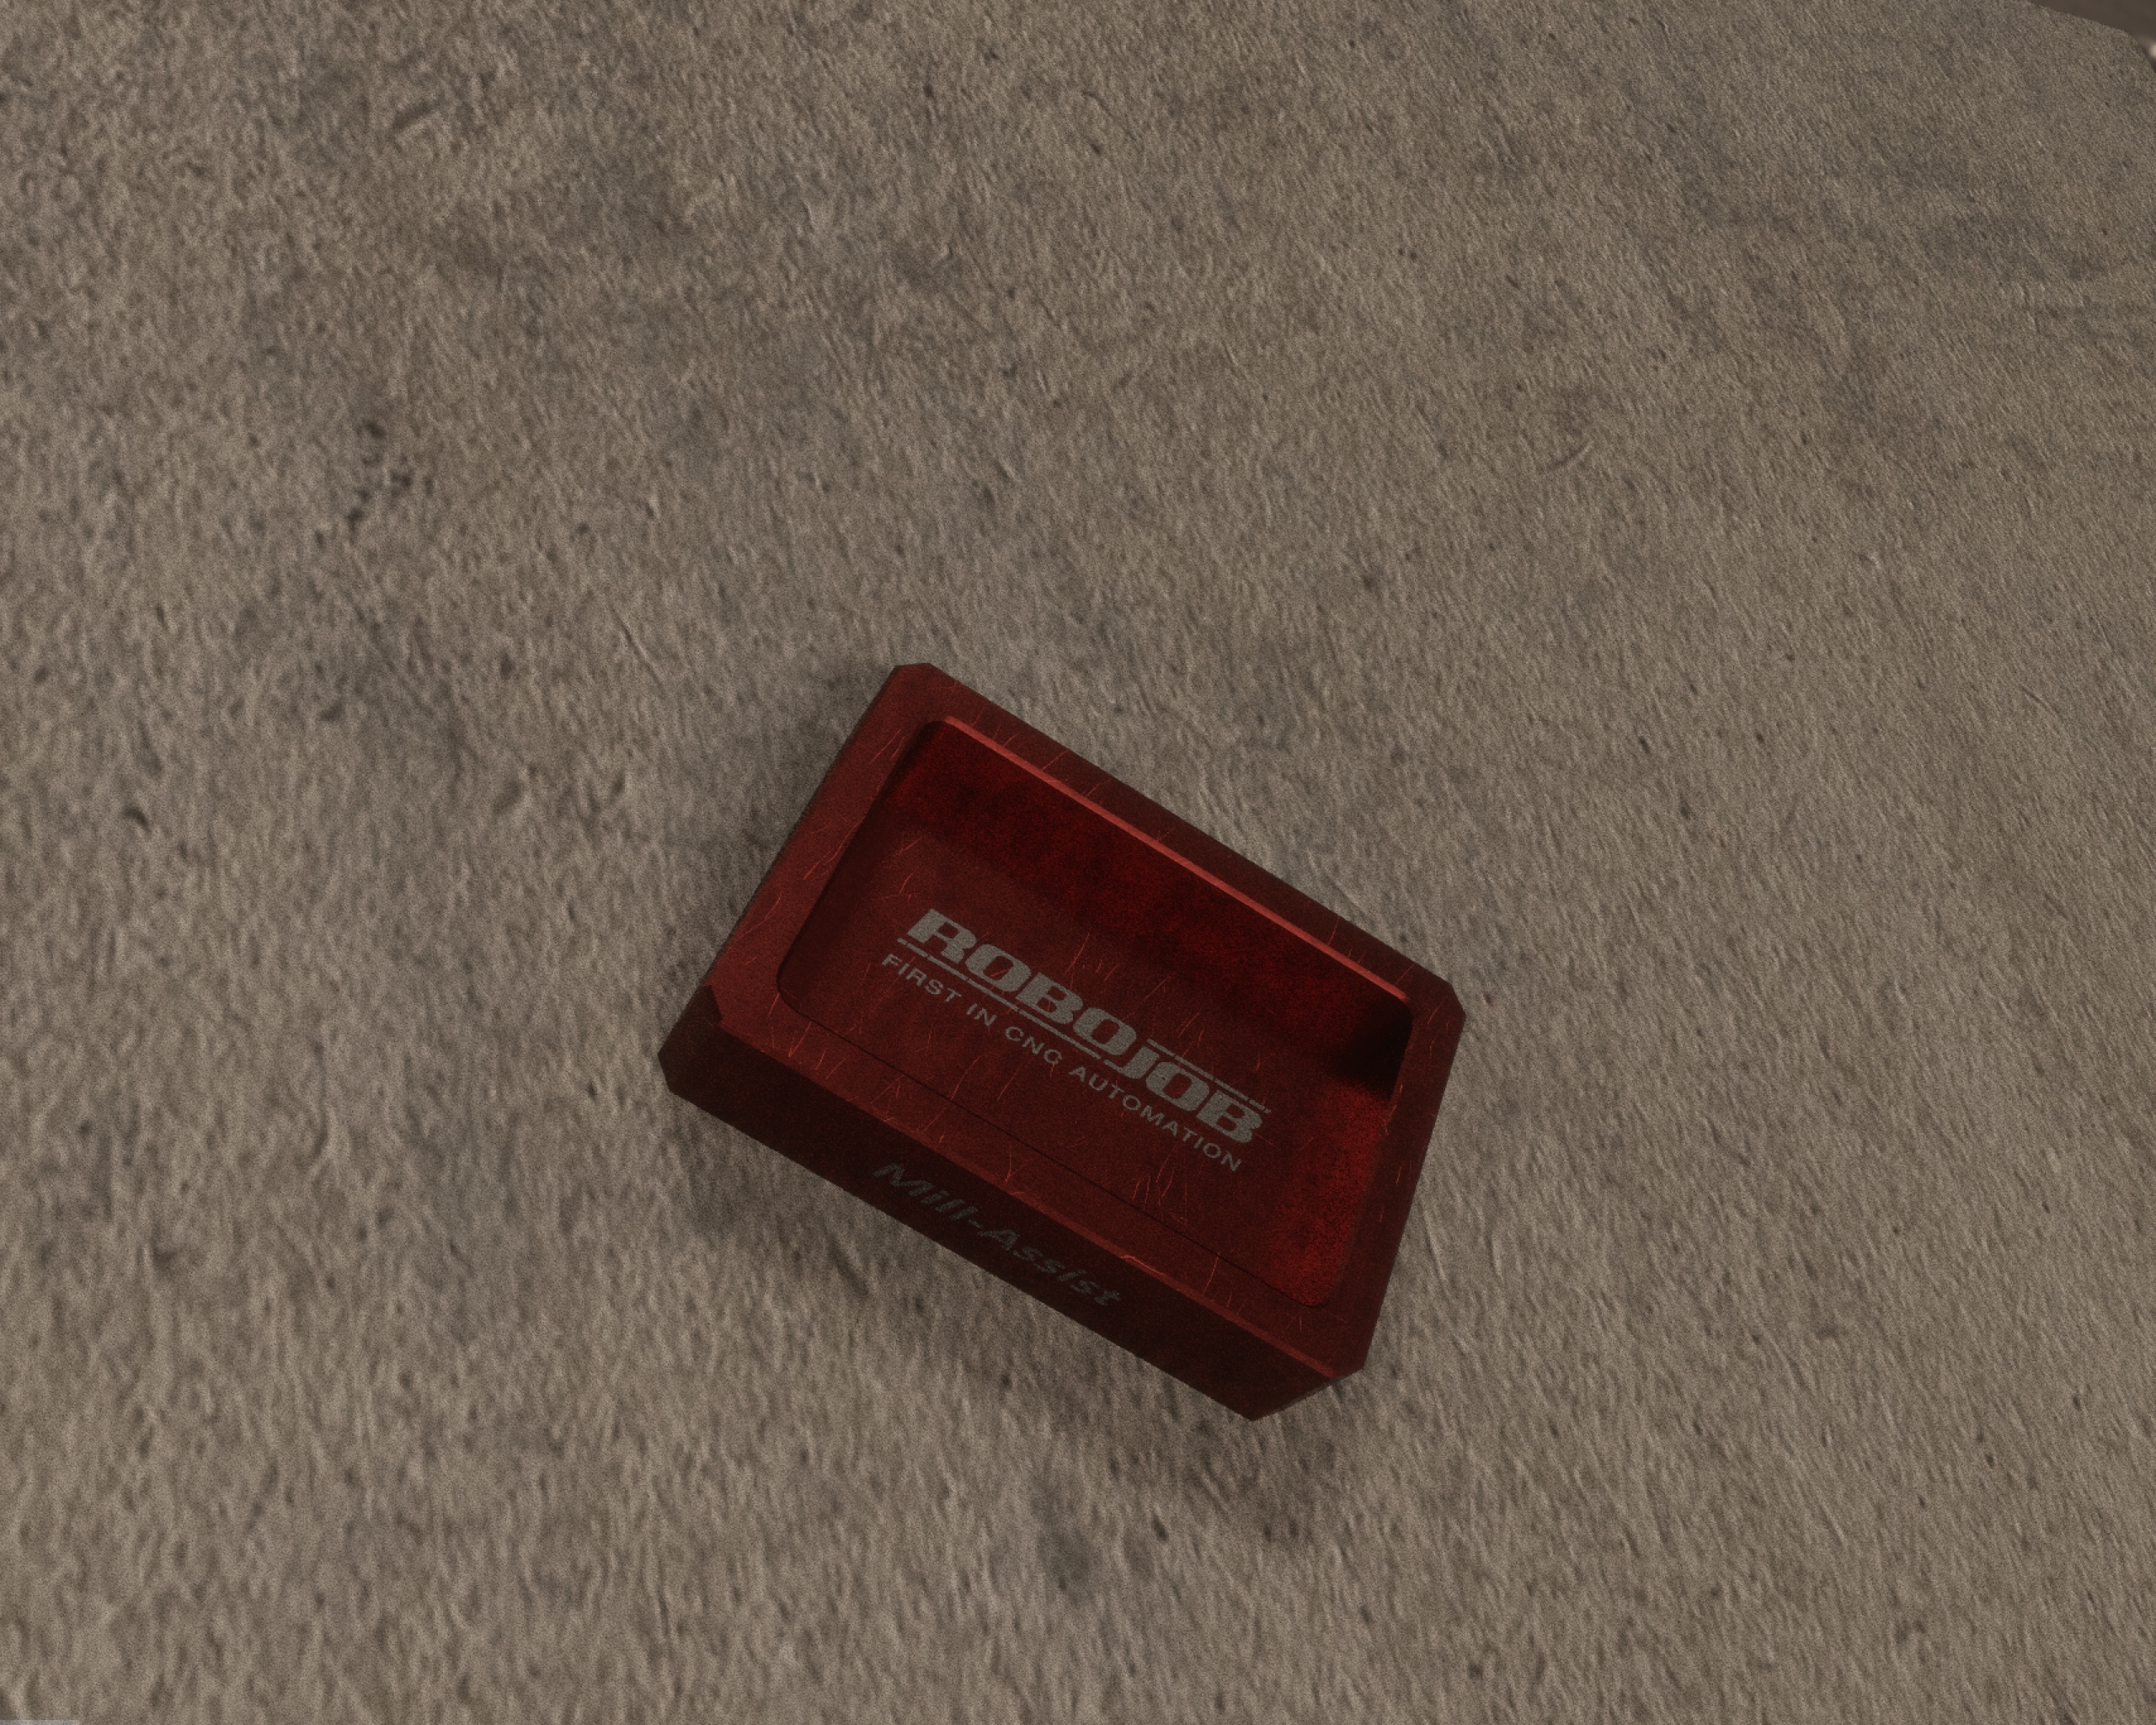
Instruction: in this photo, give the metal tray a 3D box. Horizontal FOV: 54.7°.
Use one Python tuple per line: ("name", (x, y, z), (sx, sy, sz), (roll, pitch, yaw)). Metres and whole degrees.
("metal tray", (0.002, 0.032, 0.385), (0.130, 0.030, 0.090), (31, 51, -8))
